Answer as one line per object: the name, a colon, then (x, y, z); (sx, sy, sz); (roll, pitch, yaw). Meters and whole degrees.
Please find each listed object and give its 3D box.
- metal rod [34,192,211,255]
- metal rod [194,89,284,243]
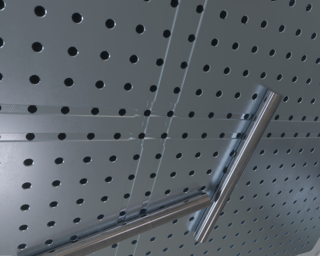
metal rod: (-0.056, 0.160, 0.479); (0.302, 0.025, 0.025); (-15, 125, -20)
metal rod: (0.126, 0.075, 0.526); (0.025, 0.025, 0.298); (8, 114, -32)
